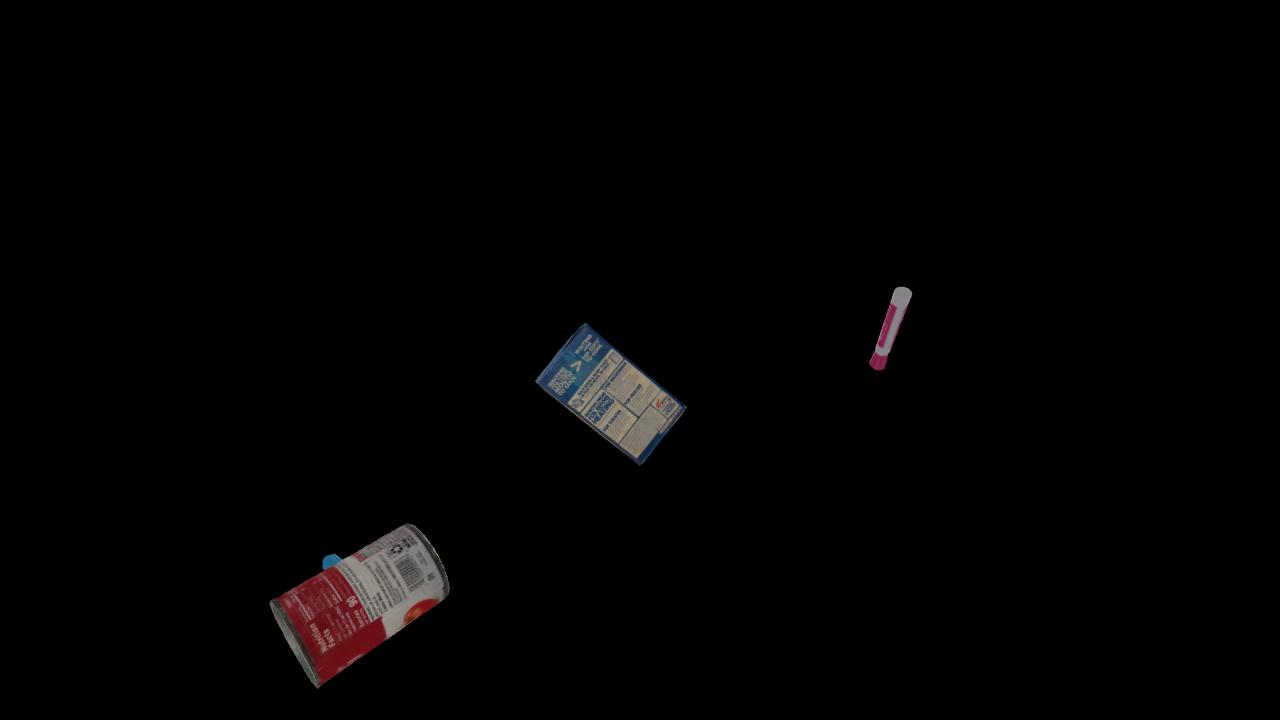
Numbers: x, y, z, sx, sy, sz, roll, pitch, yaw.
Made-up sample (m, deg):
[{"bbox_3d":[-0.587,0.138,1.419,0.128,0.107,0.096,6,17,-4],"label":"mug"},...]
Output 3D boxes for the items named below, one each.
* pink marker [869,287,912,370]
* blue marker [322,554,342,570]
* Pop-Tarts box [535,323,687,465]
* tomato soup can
[{"bbox_3d":[0.287,-0.032,0.710,0.020,0.020,0.121,0,-44,2],"label":"pink marker"},{"bbox_3d":[-0.302,0.247,0.674,0.121,0.020,0.020,24,8,18],"label":"blue marker"},{"bbox_3d":[-0.041,0.037,0.709,0.141,0.083,0.167,39,-8,-7],"label":"Pop-Tarts box"},{"bbox_3d":[-0.200,0.173,0.446,0.068,0.068,0.101,0,22,47],"label":"tomato soup can"}]
